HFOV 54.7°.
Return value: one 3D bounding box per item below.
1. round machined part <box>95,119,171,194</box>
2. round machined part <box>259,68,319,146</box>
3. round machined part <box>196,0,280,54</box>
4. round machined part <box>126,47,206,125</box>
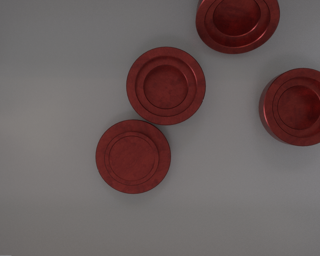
[{"bbox_3d":[-0.035,0.038,0.402,0.099,0.042,0.097,0,90,0],"label":"round machined part"},{"bbox_3d":[0.178,-0.026,0.404,0.099,0.042,0.097,0,90,0],"label":"round machined part"},{"bbox_3d":[0.095,-0.144,0.385,0.099,0.097,0.042,9,52,0],"label":"round machined part"},{"bbox_3d":[0.008,-0.052,0.403,0.099,0.042,0.097,0,90,0],"label":"round machined part"}]
